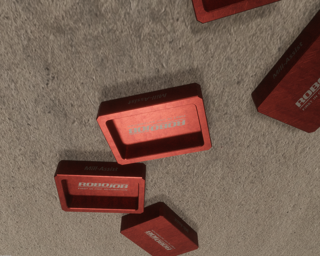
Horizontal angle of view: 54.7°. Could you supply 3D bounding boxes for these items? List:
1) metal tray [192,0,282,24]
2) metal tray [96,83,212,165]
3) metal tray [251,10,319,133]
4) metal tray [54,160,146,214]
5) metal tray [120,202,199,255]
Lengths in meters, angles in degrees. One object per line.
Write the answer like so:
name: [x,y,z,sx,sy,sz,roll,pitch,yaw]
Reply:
metal tray: [0.060,-0.166,0.263,0.090,0.030,0.129,-14,129,11]
metal tray: [-0.005,-0.002,0.401,0.131,0.030,0.090,-11,130,8]
metal tray: [0.181,-0.060,0.356,0.091,0.030,0.129,20,127,-17]
metal tray: [-0.089,0.093,0.481,0.131,0.030,0.089,2,130,-3]
metal tray: [0.001,0.193,0.568,0.090,0.030,0.130,-27,126,20]
